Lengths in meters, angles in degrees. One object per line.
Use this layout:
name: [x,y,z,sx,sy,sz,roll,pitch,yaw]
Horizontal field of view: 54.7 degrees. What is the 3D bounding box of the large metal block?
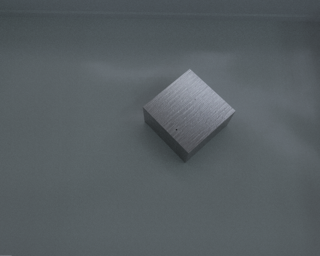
large metal block: [0.036,-0.015,0.402,0.080,0.050,0.080,-41,75,-14]
